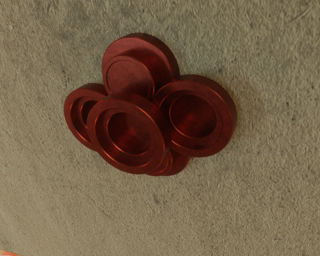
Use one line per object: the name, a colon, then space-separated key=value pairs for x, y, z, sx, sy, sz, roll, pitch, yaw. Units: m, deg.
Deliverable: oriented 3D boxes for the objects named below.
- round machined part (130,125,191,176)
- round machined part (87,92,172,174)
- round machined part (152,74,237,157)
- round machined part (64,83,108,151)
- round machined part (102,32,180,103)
round machined part: x=-0.007 y=0.026 z=0.415 sx=0.098 sy=0.042 sz=0.097 roll=13 pitch=124 yaw=20
round machined part: x=-0.031 y=0.002 z=0.359 sx=0.098 sy=0.042 sz=0.097 roll=13 pitch=124 yaw=20
round machined part: x=0.042 y=-0.017 z=0.364 sx=0.098 sy=0.042 sz=0.097 roll=13 pitch=124 yaw=20
round machined part: x=-0.079 y=-0.017 z=0.427 sx=0.098 sy=0.042 sz=0.097 roll=13 pitch=124 yaw=20
round machined part: x=-0.029 y=-0.061 z=0.373 sx=0.098 sy=0.042 sz=0.097 roll=13 pitch=124 yaw=20
